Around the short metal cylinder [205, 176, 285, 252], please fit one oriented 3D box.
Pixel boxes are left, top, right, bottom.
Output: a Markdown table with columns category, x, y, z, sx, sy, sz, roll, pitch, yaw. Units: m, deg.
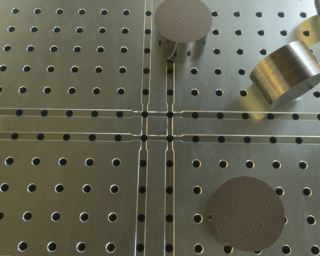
| category | x | y | z | sx | sy | sz | roll | pitch | yaw |
| --- | --- | --- | --- | --- | --- | --- | --- | --- | --- |
| short metal cylinder | 0.096 | 0.101 | 0.362 | 0.081 | 0.050 | 0.080 | 0 | 70 | 0 |

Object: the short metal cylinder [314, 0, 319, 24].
| category | x | y | z | sx | sy | sz | roll | pitch | yaw |
| --- | --- | --- | --- | --- | --- | --- | --- | --- | --- |
| short metal cylinder | 0.273 | -0.176 | 0.448 | 0.081 | 0.080 | 0.050 | -3 | 70 | -1 |

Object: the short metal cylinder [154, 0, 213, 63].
| category | x | y | z | sx | sy | sz | roll | pitch | yaw |
| --- | --- | --- | --- | --- | --- | --- | --- | --- | --- |
| short metal cylinder | 0.032 | -0.143 | 0.451 | 0.081 | 0.050 | 0.080 | 0 | 70 | 0 |

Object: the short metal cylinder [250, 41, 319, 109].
| category | x | y | z | sx | sy | sz | roll | pitch | yaw |
| --- | --- | --- | --- | --- | --- | --- | --- | --- | --- |
| short metal cylinder | 0.168 | -0.068 | 0.409 | 0.080 | 0.080 | 0.050 | -25 | 72 | -9 |
